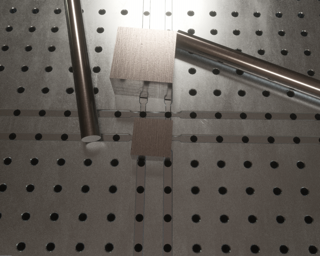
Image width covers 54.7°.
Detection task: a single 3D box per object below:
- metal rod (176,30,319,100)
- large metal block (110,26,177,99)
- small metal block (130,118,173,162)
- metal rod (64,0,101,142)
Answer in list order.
[{"bbox_3d":[0.163,-0.078,0.442,0.301,0.025,0.025,22,72,7],"label":"metal rod"},{"bbox_3d":[-0.021,-0.090,0.431,0.080,0.050,0.080,5,70,1],"label":"large metal block"},{"bbox_3d":[-0.010,0.016,0.406,0.050,0.025,0.050,4,70,1],"label":"small metal block"},{"bbox_3d":[-0.120,-0.123,0.455,0.025,0.025,0.299,-11,70,-4],"label":"metal rod"}]
